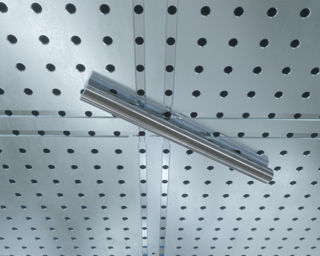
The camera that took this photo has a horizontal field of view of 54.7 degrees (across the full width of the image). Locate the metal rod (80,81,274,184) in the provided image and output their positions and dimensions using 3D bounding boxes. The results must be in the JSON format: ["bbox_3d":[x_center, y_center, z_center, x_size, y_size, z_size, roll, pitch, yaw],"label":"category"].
[{"bbox_3d":[0.037,0.014,0.424,0.302,0.025,0.025,25,126,-20],"label":"metal rod"}]
